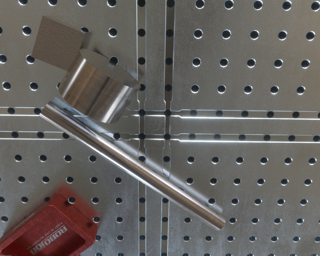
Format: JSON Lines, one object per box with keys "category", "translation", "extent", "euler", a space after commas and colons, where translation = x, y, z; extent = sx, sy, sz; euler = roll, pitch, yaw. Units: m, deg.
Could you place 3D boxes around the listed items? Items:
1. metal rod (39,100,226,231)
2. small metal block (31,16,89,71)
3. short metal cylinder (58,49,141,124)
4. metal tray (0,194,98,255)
{"category": "metal rod", "translation": [-0.029, 0.059, 0.434], "extent": [0.301, 0.025, 0.025], "euler": [35, 106, -13]}
{"category": "small metal block", "translation": [-0.120, -0.101, 0.374], "extent": [0.050, 0.025, 0.050], "euler": [21, 109, -8]}
{"category": "short metal cylinder", "translation": [-0.070, -0.049, 0.365], "extent": [0.080, 0.080, 0.050], "euler": [32, 107, -12]}
{"category": "metal tray", "translation": [-0.173, 0.171, 0.471], "extent": [0.130, 0.030, 0.090], "euler": [-38, 106, 12]}
